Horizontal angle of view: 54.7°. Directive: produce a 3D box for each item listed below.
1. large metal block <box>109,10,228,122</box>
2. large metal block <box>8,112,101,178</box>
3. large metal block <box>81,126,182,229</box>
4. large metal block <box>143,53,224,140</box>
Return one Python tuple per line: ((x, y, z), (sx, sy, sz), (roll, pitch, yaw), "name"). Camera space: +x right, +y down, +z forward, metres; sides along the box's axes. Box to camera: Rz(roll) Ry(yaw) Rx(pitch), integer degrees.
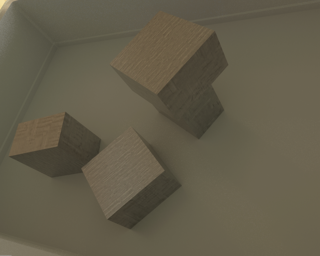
((0.009, -0.066, 0.323), (0.080, 0.050, 0.080), (-49, 51, -6), "large metal block")
((-0.141, 0.027, 0.429), (0.080, 0.080, 0.050), (-12, 57, 22), "large metal block")
((-0.035, 0.059, 0.372), (0.080, 0.050, 0.080), (-41, 51, 0), "large metal block")
((0.023, -0.041, 0.384), (0.050, 0.080, 0.080), (-49, 51, -6), "large metal block")
